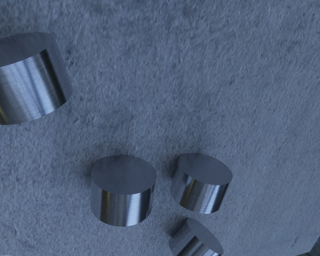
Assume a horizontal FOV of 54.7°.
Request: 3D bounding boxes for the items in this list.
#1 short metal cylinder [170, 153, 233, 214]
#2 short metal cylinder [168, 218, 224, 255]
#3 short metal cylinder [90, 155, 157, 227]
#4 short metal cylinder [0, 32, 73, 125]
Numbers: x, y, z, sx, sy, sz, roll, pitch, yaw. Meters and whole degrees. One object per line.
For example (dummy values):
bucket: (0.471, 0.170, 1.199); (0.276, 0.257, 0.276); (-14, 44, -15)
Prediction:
short metal cylinder: (0.060, 0.079, 0.455); (0.081, 0.080, 0.050); (0, 118, -29)
short metal cylinder: (0.062, 0.203, 0.533); (0.080, 0.080, 0.050); (33, 100, -39)
short metal cylinder: (-0.047, 0.077, 0.395); (0.081, 0.080, 0.050); (-7, 122, -25)
short metal cylinder: (-0.125, -0.046, 0.275); (0.081, 0.080, 0.050); (-22, 127, -16)
